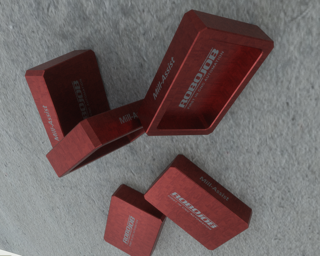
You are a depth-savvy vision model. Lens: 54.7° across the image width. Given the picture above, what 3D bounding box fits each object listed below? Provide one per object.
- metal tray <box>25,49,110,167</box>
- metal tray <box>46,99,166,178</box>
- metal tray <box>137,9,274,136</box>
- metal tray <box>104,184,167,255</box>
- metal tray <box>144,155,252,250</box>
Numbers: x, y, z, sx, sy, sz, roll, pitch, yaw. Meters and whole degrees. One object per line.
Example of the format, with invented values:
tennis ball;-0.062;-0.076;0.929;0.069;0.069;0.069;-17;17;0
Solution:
metal tray;-0.108;-0.026;0.402;0.030;0.090;0.129;6;121;30
metal tray;-0.057;0.006;0.368;0.090;0.131;0.030;-35;84;39
metal tray;0.042;-0.046;0.314;0.129;0.091;0.030;-61;42;38
metal tray;-0.043;0.165;0.527;0.090;0.030;0.129;25;127;12
metal tray;0.052;0.108;0.442;0.130;0.030;0.089;38;129;1
